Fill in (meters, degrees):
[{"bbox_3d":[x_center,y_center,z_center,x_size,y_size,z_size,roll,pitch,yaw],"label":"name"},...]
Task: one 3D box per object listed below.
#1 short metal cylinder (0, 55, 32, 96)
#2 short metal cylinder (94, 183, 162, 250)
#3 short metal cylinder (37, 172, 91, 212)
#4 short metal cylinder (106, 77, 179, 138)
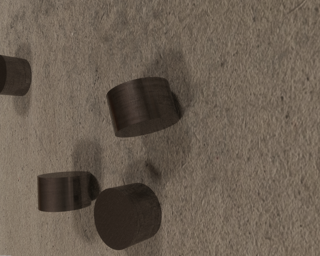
[{"bbox_3d":[-0.310,-0.107,0.640,0.080,0.050,0.079,0,90,39],"label":"short metal cylinder"},{"bbox_3d":[-0.045,0.118,0.423,0.080,0.050,0.079,0,90,39],"label":"short metal cylinder"},{"bbox_3d":[-0.151,0.098,0.490,0.080,0.081,0.050,-3,88,39],"label":"short metal cylinder"},{"bbox_3d":[-0.022,-0.024,0.385,0.080,0.081,0.050,-23,76,37],"label":"short metal cylinder"}]
